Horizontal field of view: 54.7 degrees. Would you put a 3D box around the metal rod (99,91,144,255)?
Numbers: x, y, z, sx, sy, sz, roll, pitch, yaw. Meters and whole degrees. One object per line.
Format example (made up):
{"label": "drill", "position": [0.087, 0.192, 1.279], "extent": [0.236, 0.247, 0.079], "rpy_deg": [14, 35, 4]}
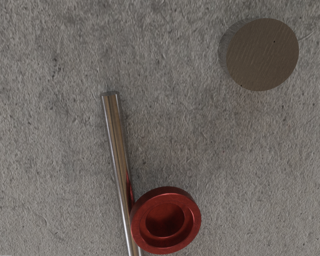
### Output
{"label": "metal rod", "position": [-0.049, 0.095, 0.444], "extent": [0.025, 0.025, 0.298], "rpy_deg": [-6, 110, 1]}

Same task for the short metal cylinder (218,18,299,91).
{"label": "short metal cylinder", "position": [0.113, -0.088, 0.366], "extent": [0.081, 0.050, 0.079], "rpy_deg": [0, 110, -1]}

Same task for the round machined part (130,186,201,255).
{"label": "round machined part", "position": [0.005, 0.126, 0.441], "extent": [0.099, 0.042, 0.097], "rpy_deg": [-4, 109, -11]}
